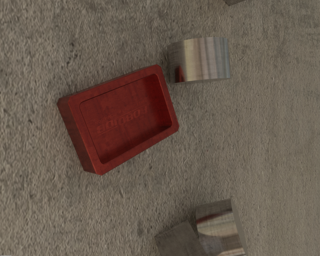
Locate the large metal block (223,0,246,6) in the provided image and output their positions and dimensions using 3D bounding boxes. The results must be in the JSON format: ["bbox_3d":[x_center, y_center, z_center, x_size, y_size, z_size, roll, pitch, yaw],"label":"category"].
[{"bbox_3d":[0.113,-0.254,0.482,0.080,0.050,0.080,26,74,-37],"label":"large metal block"}]

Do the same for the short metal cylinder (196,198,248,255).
[{"bbox_3d":[0.087,0.144,0.436,0.080,0.050,0.080,-18,90,-76],"label":"short metal cylinder"}]

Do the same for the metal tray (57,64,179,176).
[{"bbox_3d":[-0.042,-0.014,0.365,0.131,0.030,0.090,-29,108,-36],"label":"metal tray"}]

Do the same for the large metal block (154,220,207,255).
[{"bbox_3d":[0.038,0.180,0.392,0.050,0.080,0.080,-25,109,-5],"label":"large metal block"}]

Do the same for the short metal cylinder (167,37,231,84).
[{"bbox_3d":[0.052,-0.087,0.412,0.081,0.080,0.050,-9,96,-40],"label":"short metal cylinder"}]
